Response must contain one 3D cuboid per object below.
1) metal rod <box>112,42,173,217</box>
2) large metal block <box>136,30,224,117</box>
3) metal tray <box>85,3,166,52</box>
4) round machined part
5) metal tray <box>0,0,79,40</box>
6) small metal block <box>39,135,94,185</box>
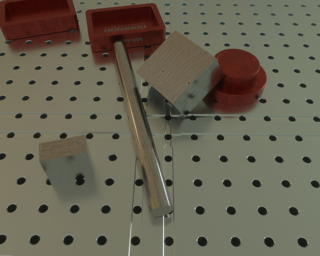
[{"bbox_3d":[-0.033,-0.022,0.425,0.025,0.025,0.300,-10,51,-9],"label":"metal rod"},{"bbox_3d":[0.028,-0.076,0.434,0.080,0.050,0.080,-47,60,2],"label":"large metal block"},{"bbox_3d":[-0.063,-0.183,0.556,0.131,0.030,0.090,-10,51,-9],"label":"metal tray"},{"bbox_3d":[0.112,-0.083,0.468,0.099,0.042,0.098,0,50,0],"label":"round machined part"},{"bbox_3d":[-0.225,-0.212,0.578,0.131,0.030,0.090,-14,52,-12],"label":"metal tray"},{"bbox_3d":[-0.107,0.038,0.359,0.050,0.050,0.025,-11,51,-10],"label":"small metal block"}]
